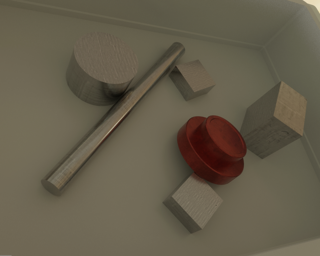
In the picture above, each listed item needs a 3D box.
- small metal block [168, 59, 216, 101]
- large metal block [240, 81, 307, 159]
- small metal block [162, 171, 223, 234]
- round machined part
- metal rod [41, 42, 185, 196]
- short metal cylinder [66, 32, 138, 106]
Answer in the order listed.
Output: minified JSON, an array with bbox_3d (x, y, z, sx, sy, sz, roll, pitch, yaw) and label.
[{"bbox_3d":[0.050,-0.075,0.480,0.050,0.025,0.050,-23,74,-37],"label":"small metal block"},{"bbox_3d":[0.170,-0.011,0.472,0.050,0.080,0.080,34,51,-7],"label":"large metal block"},{"bbox_3d":[0.040,0.089,0.375,0.050,0.025,0.050,47,51,4],"label":"small metal block"},{"bbox_3d":[0.075,0.022,0.408,0.099,0.042,0.098,25,39,-22],"label":"round machined part"},{"bbox_3d":[-0.040,-0.034,0.405,0.025,0.025,0.301,39,51,-3],"label":"metal rod"},{"bbox_3d":[-0.074,-0.075,0.396,0.081,0.050,0.080,14,56,-21],"label":"short metal cylinder"}]
